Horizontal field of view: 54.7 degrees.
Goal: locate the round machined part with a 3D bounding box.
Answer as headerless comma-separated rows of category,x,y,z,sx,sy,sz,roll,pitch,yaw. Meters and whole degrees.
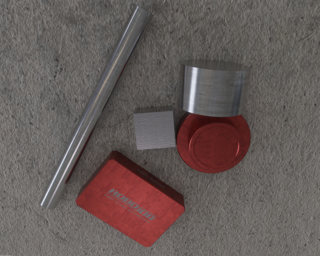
round machined part,0.071,0.018,0.408,0.099,0.042,0.097,0,110,0

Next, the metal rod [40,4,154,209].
metal rod,-0.090,-0.014,0.403,0.025,0.025,0.298,27,108,-10

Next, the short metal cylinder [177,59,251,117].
short metal cylinder,0.062,-0.049,0.363,0.081,0.080,0.050,3,110,-2

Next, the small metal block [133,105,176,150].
small metal block,-0.007,-0.001,0.409,0.050,0.025,0.050,-4,110,1

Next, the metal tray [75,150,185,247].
metal tray,-0.041,0.104,0.445,0.130,0.030,0.090,36,106,-13
